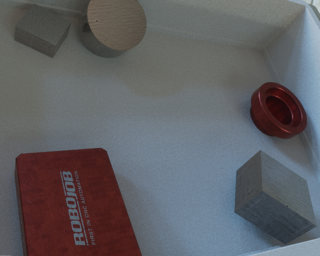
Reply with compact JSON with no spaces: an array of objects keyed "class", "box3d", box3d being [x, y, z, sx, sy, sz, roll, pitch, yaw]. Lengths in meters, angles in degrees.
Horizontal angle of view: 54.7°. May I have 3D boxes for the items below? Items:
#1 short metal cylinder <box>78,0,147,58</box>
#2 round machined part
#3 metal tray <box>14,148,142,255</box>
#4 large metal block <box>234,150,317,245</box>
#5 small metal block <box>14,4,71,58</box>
[{"class":"short metal cylinder","box3d":[-0.065,-0.140,0.421,0.081,0.050,0.079,0,90,-28]},{"class":"round machined part","box3d":[0.191,-0.025,0.516,0.099,0.042,0.098,14,56,-21]},{"class":"metal tray","box3d":[-0.081,0.080,0.291,0.091,0.030,0.130,-3,49,-30]},{"class":"large metal block","box3d":[0.147,0.088,0.404,0.080,0.050,0.080,33,35,-7]},{"class":"small metal block","box3d":[-0.151,-0.126,0.402,0.050,0.025,0.050,25,53,-13]}]
